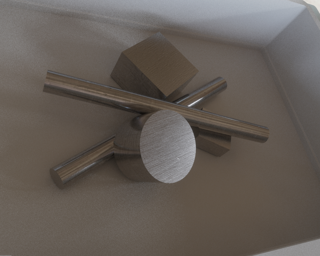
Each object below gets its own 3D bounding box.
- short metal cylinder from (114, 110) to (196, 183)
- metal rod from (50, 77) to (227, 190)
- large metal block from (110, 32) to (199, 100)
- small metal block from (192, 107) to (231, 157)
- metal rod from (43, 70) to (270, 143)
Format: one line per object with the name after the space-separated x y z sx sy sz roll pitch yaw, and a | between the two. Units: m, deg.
-0.005 0.022 0.355 0.081 0.050 0.080 7 79 -39 | short metal cylinder
-0.004 -0.010 0.408 0.302 0.025 0.025 -31 79 -38 | metal rod
-0.007 -0.076 0.431 0.080 0.050 0.080 46 51 3 | large metal block
0.073 0.006 0.439 0.050 0.025 0.050 24 53 -14 | small metal block
0.012 -0.021 0.392 0.302 0.025 0.025 13 57 -22 | metal rod
